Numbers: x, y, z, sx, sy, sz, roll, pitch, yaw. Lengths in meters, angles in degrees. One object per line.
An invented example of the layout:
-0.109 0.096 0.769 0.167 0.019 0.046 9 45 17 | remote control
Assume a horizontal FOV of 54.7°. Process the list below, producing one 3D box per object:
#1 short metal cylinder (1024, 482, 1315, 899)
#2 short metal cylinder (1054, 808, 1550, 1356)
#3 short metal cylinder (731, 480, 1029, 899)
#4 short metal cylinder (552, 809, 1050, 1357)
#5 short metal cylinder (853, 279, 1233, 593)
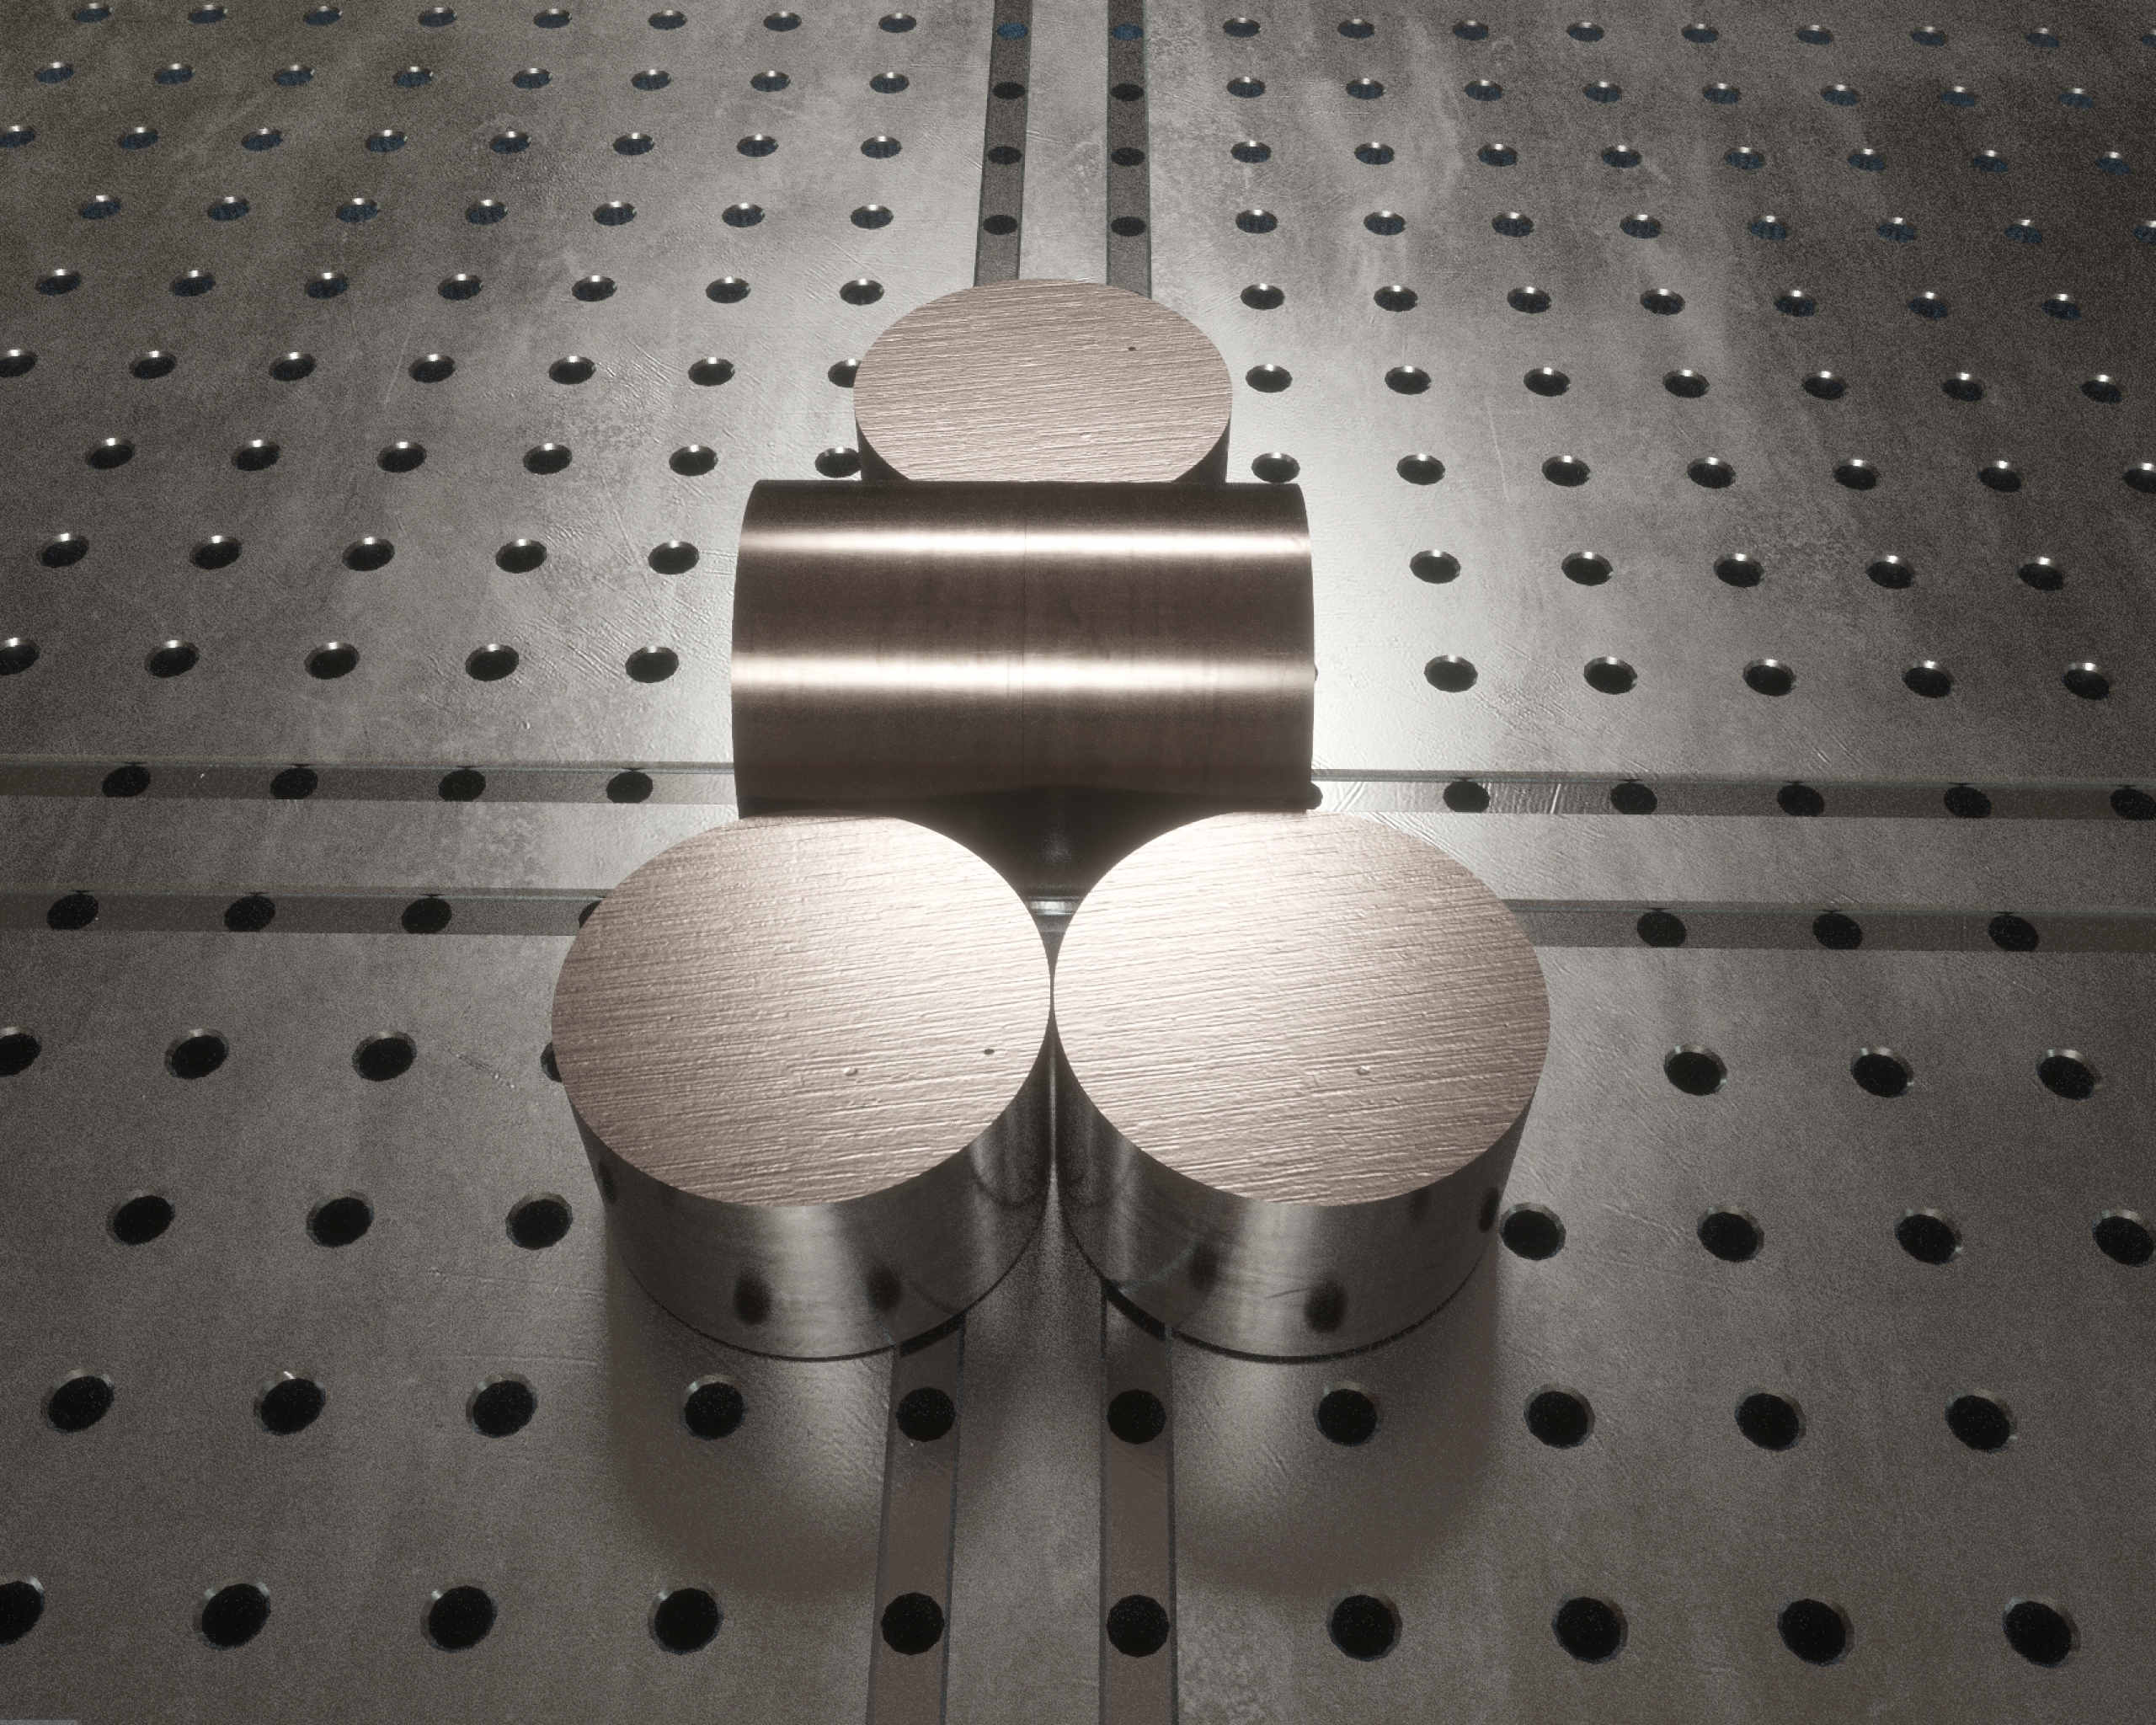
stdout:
0.016 -0.033 0.400 0.050 0.080 0.080 0 50 0 | short metal cylinder
0.036 0.037 0.359 0.081 0.050 0.080 0 50 0 | short metal cylinder
-0.035 -0.033 0.400 0.050 0.080 0.080 0 50 0 | short metal cylinder
-0.045 0.037 0.358 0.081 0.050 0.080 0 50 0 | short metal cylinder
-0.007 -0.085 0.462 0.081 0.050 0.080 0 50 0 | short metal cylinder
